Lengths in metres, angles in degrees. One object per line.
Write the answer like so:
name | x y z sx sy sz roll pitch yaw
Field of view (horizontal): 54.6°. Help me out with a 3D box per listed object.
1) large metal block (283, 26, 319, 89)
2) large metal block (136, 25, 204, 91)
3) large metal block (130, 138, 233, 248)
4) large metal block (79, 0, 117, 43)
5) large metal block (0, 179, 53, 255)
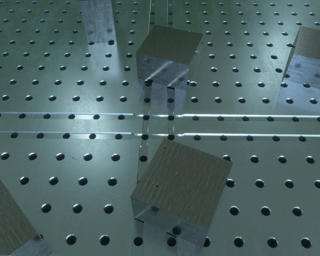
large metal block | 0.247 -0.109 0.484 0.080 0.050 0.080 18 52 14
large metal block | 0.016 -0.112 0.486 0.080 0.050 0.080 16 52 13
large metal block | 0.025 0.068 0.335 0.080 0.050 0.080 19 53 15
large metal block | -0.106 -0.207 0.546 0.050 0.080 0.080 -3 50 -3
large metal block | -0.167 0.110 0.299 0.080 0.050 0.080 -35 58 -26
